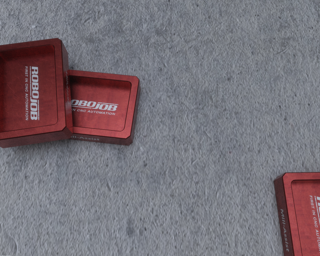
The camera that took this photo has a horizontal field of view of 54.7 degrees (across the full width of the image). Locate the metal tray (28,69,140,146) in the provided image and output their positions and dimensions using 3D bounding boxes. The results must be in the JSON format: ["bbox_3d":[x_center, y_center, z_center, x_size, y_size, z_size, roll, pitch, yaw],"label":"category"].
[{"bbox_3d":[-0.097,-0.029,0.415,0.131,0.030,0.090,6,70,2],"label":"metal tray"}]

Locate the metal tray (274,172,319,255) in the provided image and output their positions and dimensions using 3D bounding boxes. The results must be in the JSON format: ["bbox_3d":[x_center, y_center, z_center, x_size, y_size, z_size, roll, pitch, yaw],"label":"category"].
[{"bbox_3d":[0.191,0.118,0.363,0.091,0.030,0.130,-1,70,-1],"label":"metal tray"}]

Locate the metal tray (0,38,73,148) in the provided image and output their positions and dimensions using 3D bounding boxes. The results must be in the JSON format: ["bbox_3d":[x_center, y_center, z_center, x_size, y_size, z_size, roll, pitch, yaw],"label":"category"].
[{"bbox_3d":[-0.162,-0.046,0.388,0.091,0.030,0.130,-8,70,-3],"label":"metal tray"}]
